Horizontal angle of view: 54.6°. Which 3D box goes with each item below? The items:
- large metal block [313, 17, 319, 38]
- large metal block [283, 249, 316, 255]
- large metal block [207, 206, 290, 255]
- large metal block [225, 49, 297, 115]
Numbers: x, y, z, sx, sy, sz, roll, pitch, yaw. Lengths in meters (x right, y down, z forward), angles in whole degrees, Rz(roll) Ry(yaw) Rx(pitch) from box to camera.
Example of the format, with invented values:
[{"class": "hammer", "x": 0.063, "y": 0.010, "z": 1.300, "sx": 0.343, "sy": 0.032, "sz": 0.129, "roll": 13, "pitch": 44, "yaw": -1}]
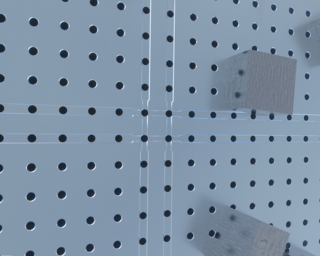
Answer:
[{"class": "large metal block", "x": 0.316, "y": -0.166, "z": 0.515, "sx": 0.080, "sy": 0.050, "sz": 0.080, "roll": -32, "pitch": 101, "yaw": -17}, {"class": "large metal block", "x": 0.213, "y": 0.236, "z": 0.478, "sx": 0.080, "sy": 0.050, "sz": 0.080, "roll": 17, "pitch": 84, "yaw": -19}, {"class": "large metal block", "x": 0.119, "y": 0.163, "z": 0.427, "sx": 0.050, "sy": 0.080, "sz": 0.080, "roll": 26, "pitch": 81, "yaw": -18}, {"class": "large metal block", "x": 0.147, "y": -0.063, "z": 0.453, "sx": 0.081, "sy": 0.050, "sz": 0.080, "roll": 6, "pitch": 88, "yaw": -20}]
